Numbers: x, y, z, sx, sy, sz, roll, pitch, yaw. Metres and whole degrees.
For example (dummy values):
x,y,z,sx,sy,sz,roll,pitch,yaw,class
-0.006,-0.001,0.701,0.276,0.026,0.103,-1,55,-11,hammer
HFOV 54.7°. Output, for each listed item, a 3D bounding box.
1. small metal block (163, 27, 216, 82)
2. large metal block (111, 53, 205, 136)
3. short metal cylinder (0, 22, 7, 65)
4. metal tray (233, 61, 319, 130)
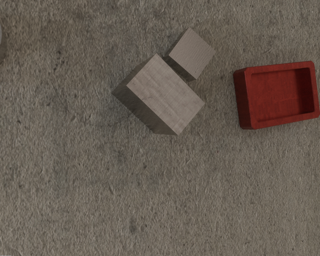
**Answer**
x,y,z,sx,sy,sz,roll,pitch,yaw,class
0.040,-0.100,0.425,0.050,0.025,0.050,38,78,-17,small metal block
-0.006,-0.037,0.379,0.080,0.080,0.050,44,76,-15,large metal block
-0.205,-0.094,0.320,0.081,0.050,0.079,0,90,-21,short metal cylinder
0.180,-0.051,0.474,0.131,0.030,0.089,-9,93,-20,metal tray
